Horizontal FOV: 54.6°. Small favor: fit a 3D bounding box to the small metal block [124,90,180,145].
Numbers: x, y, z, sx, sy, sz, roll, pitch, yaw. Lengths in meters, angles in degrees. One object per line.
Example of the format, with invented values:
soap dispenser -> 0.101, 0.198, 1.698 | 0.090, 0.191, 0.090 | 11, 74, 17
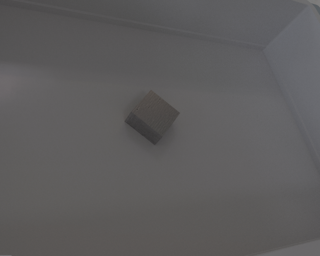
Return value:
small metal block -> -0.009, -0.014, 0.409 | 0.050, 0.025, 0.050 | 39, 51, -2
